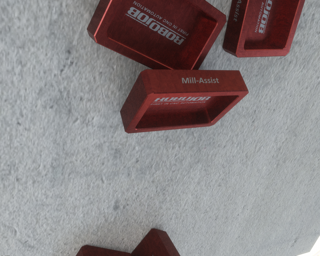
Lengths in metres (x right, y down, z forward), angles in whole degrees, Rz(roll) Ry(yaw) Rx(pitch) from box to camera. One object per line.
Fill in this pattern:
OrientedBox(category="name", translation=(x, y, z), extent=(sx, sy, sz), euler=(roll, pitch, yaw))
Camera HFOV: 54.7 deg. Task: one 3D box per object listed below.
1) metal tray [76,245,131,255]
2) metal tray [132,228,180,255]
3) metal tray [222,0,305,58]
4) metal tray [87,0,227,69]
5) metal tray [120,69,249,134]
OrientedBox(category="metal tray", translation=(-0.110, 0.251, 0.493), extent=(0.090, 0.030, 0.129), euler=(25, 105, -31))
OrientedBox(category="metal tray", translation=(-0.022, 0.243, 0.505), extent=(0.030, 0.090, 0.130), euler=(31, 101, -39))
OrientedBox(category="metal tray", translation=(0.134, -0.155, 0.382), extent=(0.091, 0.030, 0.129), euler=(-8, 122, -25))
OrientedBox(category="metal tray", translation=(0.000, -0.112, 0.335), extent=(0.131, 0.030, 0.090), euler=(19, 108, -36))
OrientedBox(category="metal tray", translation=(0.028, -0.031, 0.371), extent=(0.131, 0.030, 0.090), euler=(-5, 155, -27))
